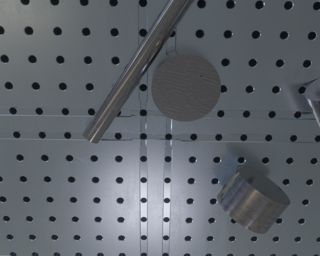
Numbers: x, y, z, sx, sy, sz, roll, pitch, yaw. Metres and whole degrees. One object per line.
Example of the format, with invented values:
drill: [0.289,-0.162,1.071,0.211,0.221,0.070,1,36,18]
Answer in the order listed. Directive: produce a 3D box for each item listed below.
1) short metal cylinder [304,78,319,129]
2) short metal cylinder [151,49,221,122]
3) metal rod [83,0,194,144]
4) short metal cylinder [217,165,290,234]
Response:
short metal cylinder: [0.225,-0.034,0.374,0.080,0.080,0.050,-29,108,10]
short metal cylinder: [0.030,-0.053,0.381,0.081,0.050,0.079,0,110,0]
metal rod: [-0.008,-0.103,0.375,0.025,0.025,0.299,33,107,-12]
short metal cylinder: [0.126,0.095,0.420,0.080,0.080,0.050,27,108,-10]
